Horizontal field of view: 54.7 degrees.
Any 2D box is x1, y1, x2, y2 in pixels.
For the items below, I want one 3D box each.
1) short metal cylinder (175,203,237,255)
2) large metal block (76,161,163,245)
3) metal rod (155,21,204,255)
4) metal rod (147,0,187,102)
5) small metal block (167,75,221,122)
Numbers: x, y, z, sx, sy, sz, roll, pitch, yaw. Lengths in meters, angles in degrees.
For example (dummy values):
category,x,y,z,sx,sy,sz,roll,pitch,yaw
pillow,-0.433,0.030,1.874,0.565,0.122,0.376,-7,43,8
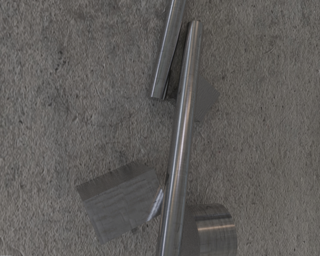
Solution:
category,x,y,z,sx,sy,sz,roll,pitch,yaw
short metal cylinder,0.056,0.140,0.401,0.050,0.080,0.080,1,90,-20
large metal block,-0.047,0.082,0.363,0.081,0.080,0.050,-23,98,-19
metal rod,0.028,-0.004,0.367,0.025,0.025,0.299,18,64,-19
metal rod,0.027,-0.183,0.418,0.025,0.025,0.298,14,85,-20
small metal block,0.046,-0.043,0.426,0.050,0.025,0.050,40,77,-16
